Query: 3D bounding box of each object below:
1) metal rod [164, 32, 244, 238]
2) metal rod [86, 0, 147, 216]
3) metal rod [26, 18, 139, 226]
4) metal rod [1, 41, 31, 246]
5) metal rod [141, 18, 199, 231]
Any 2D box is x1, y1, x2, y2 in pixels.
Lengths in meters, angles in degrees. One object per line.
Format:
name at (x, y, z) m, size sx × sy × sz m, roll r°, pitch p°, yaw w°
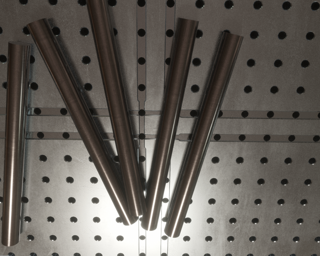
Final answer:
metal rod at (0.053, 0.023, 0.422) m, size 0.025 × 0.025 × 0.298 m, roll 13°, pitch 110°, yaw -5°
metal rod at (-0.053, -0.022, 0.396) m, size 0.025 × 0.025 × 0.298 m, roll -8°, pitch 107°, yaw 2°
metal rod at (-0.094, 0.006, 0.414) m, size 0.025 × 0.025 × 0.298 m, roll -19°, pitch 109°, yaw 6°
metal rod at (-0.199, 0.035, 0.423) m, size 0.025 × 0.025 × 0.298 m, roll 11°, pitch 110°, yaw -4°
metal rod at (0.009, 0.009, 0.416) m, size 0.025 × 0.025 × 0.298 m, roll 9°, pitch 110°, yaw -4°
